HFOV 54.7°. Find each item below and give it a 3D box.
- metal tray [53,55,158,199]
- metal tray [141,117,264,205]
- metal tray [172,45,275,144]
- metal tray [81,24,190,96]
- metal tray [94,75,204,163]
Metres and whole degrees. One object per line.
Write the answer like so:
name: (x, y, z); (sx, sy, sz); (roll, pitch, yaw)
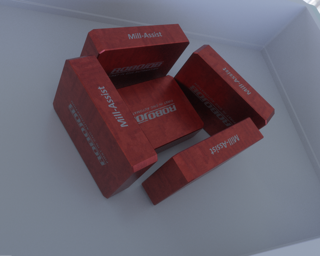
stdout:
metal tray: (-0.064, 0.001, 0.327); (0.030, 0.090, 0.130); (-23, 75, -37)
metal tray: (0.051, 0.038, 0.367); (0.131, 0.090, 0.030); (-23, 74, -36)
metal tray: (0.080, -0.039, 0.431); (0.130, 0.090, 0.030); (45, 52, 3)
metal tray: (-0.036, -0.087, 0.396); (0.131, 0.090, 0.030); (-17, 71, -35)
metal tray: (-0.016, -0.013, 0.400); (0.131, 0.030, 0.090); (-22, 74, -36)
